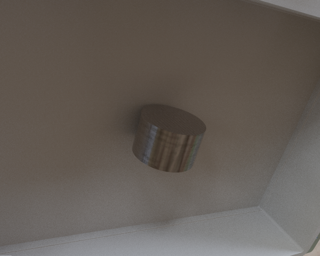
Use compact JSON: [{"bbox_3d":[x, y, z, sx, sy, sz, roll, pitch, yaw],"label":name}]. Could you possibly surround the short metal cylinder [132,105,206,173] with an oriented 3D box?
[{"bbox_3d":[0.010,0.011,0.381,0.081,0.080,0.050,2,118,-29],"label":"short metal cylinder"}]
